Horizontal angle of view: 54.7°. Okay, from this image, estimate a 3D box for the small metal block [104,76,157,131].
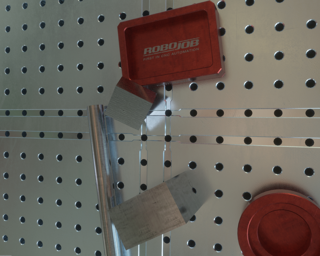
[{"bbox_3d":[-0.039,-0.032,0.406,0.050,0.025,0.050,26,128,-6],"label":"small metal block"}]

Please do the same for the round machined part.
[{"bbox_3d":[0.141,0.119,0.354,0.098,0.042,0.097,0,90,19],"label":"round machined part"}]

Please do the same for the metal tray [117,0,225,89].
[{"bbox_3d":[0.013,-0.103,0.404,0.130,0.030,0.089,-7,88,19],"label":"metal tray"}]

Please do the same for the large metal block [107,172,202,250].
[{"bbox_3d":[-0.003,0.099,0.384,0.080,0.080,0.050,-30,81,17],"label":"large metal block"}]

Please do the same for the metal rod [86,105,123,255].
[{"bbox_3d":[-0.073,0.116,0.437,0.025,0.025,0.298,-9,87,19],"label":"metal rod"}]
